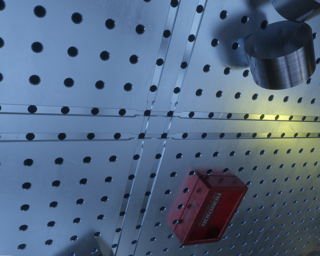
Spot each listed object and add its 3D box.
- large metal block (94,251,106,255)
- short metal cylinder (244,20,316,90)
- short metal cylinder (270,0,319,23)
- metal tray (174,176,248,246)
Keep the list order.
[{"bbox_3d":[-0.105,0.259,0.498,0.080,0.050,0.080,-31,129,-8],"label":"large metal block"},{"bbox_3d":[0.156,-0.095,0.402,0.080,0.080,0.050,-35,129,-5],"label":"short metal cylinder"},{"bbox_3d":[0.176,-0.171,0.362,0.081,0.050,0.080,1,87,-15],"label":"short metal cylinder"},{"bbox_3d":[0.089,0.146,0.547,0.091,0.030,0.129,7,115,-32],"label":"metal tray"}]
